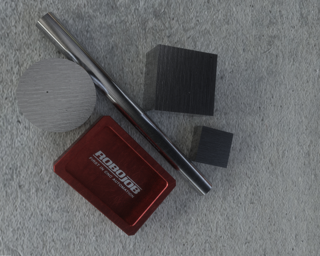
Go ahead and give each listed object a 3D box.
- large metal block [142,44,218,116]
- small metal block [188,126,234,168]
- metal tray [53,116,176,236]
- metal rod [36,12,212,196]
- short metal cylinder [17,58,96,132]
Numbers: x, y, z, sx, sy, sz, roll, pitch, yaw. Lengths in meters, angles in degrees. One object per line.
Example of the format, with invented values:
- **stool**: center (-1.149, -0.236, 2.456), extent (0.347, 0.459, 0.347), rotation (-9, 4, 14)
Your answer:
- **large metal block**: center (0.025, -0.058, 0.407), extent (0.081, 0.050, 0.080), rotation (5, 89, -20)
- **small metal block**: center (0.071, 0.027, 0.439), extent (0.050, 0.025, 0.050), rotation (14, 85, -20)
- **metal tray**: center (-0.054, 0.059, 0.388), extent (0.130, 0.030, 0.090), rotation (46, 76, -15)
- **metal rod**: center (-0.036, -0.020, 0.397), extent (0.025, 0.025, 0.300), rotation (-47, 105, -14)
- **short metal cylinder**: center (-0.117, -0.035, 0.354), extent (0.081, 0.050, 0.079), rotation (0, 90, -21)
